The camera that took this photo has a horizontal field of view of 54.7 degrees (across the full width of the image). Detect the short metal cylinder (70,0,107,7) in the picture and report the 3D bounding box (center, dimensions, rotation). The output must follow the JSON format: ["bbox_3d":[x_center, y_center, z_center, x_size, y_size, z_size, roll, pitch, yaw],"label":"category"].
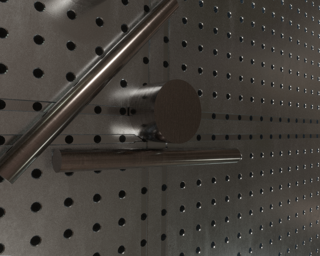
[{"bbox_3d":[-0.073,-0.179,0.333,0.081,0.050,0.079,0,90,-40],"label":"short metal cylinder"}]

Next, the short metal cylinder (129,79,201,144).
[{"bbox_3d":[0.008,-0.020,0.401,0.081,0.050,0.079,0,90,-40],"label":"short metal cylinder"}]

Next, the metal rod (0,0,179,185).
[{"bbox_3d":[-0.066,-0.062,0.354,0.025,0.025,0.301,53,59,-28],"label":"metal rod"}]

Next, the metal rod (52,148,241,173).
[{"bbox_3d":[0.009,0.040,0.418,0.302,0.025,0.025,3,88,-40],"label":"metal rod"}]
